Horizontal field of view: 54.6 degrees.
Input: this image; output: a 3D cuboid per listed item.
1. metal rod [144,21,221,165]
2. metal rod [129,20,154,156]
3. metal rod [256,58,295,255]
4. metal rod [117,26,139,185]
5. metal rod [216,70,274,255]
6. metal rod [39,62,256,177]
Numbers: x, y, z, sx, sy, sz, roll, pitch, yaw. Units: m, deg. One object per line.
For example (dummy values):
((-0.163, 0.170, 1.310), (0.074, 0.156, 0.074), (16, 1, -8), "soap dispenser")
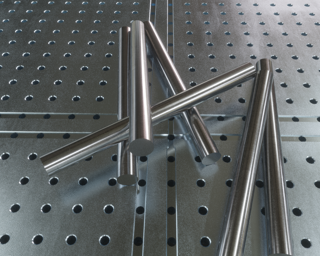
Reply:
((0.019, -0.072, 0.468), (0.025, 0.025, 0.300), (-13, 51, -11), "metal rod")
((-0.029, -0.077, 0.421), (0.025, 0.025, 0.300), (-3, 40, -3), "metal rod")
((0.142, 0.013, 0.397), (0.025, 0.025, 0.300), (7, 50, 6), "metal rod")
((-0.049, -0.055, 0.453), (0.025, 0.025, 0.300), (-3, 50, -3), "metal rod")
((0.100, 0.044, 0.355), (0.025, 0.025, 0.300), (14, 56, 12), "metal rod")
((0.001, -0.020, 0.390), (0.302, 0.025, 0.025), (-26, 55, -20), "metal rod")
